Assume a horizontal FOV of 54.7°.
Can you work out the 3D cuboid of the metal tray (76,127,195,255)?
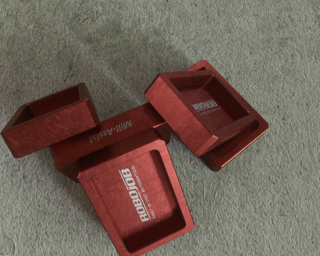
[{"bbox_3d":[-0.023,0.074,0.335,0.091,0.030,0.129,-23,117,-8],"label":"metal tray"}]

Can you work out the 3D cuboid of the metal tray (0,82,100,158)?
[{"bbox_3d":[-0.123,-0.016,0.363,0.091,0.130,0.030,-23,111,-9],"label":"metal tray"}]

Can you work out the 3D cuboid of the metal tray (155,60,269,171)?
[{"bbox_3d":[0.066,-0.019,0.414,0.090,0.030,0.130,-37,74,-13],"label":"metal tray"}]

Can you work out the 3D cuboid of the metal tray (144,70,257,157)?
[{"bbox_3d":[0.053,-0.025,0.360,0.090,0.030,0.131,50,33,15],"label":"metal tray"}]

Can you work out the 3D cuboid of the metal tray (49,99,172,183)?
[{"bbox_3d":[-0.052,0.019,0.367,0.131,0.090,0.030,-23,72,-9],"label":"metal tray"}]
